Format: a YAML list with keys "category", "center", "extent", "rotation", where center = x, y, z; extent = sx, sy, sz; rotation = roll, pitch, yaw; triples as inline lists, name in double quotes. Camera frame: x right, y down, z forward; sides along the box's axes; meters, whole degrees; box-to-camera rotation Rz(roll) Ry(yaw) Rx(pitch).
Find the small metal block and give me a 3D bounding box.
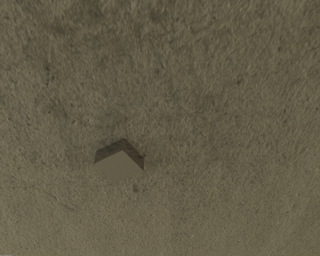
- category: "small metal block"
  center: [-0.058, 0.048, 0.447]
  extent: [0.050, 0.025, 0.050]
  rotation: [-26, 126, 20]
